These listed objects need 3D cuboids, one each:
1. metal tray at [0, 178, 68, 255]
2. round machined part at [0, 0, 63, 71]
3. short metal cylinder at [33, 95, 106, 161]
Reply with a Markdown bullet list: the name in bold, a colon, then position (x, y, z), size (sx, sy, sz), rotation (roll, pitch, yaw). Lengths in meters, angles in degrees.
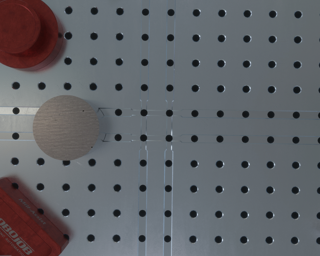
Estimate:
- **metal tray**: position (-0.201, 0.142, 0.409), size (0.090, 0.030, 0.130), rotation (-45, 90, 0)
- **round machined part**: position (-0.182, -0.126, 0.403), size (0.099, 0.042, 0.097), rotation (0, 90, 0)
- **short metal cylinder**: position (-0.114, 0.000, 0.400), size (0.081, 0.050, 0.079), rotation (0, 90, 0)
